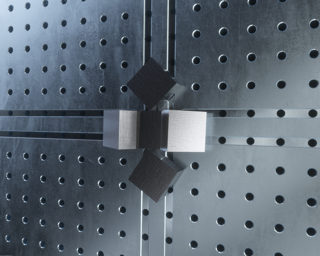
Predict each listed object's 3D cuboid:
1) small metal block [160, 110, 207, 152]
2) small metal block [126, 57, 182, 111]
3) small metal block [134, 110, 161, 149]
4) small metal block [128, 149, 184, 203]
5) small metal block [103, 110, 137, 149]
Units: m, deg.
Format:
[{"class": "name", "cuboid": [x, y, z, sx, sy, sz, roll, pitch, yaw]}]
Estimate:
[{"class": "small metal block", "cuboid": [0.029, 0.004, 0.388, 0.050, 0.025, 0.050, 2, 91, -21]}, {"class": "small metal block", "cuboid": [-0.008, -0.058, 0.416, 0.050, 0.025, 0.050, -45, 75, 14]}, {"class": "small metal block", "cuboid": [-0.007, 0.002, 0.415, 0.050, 0.025, 0.050, 2, 90, 20]}, {"class": "small metal block", "cuboid": [-0.006, 0.062, 0.414, 0.050, 0.025, 0.050, 36, 102, 18]}, {"class": "small metal block", "cuboid": [-0.055, 0.001, 0.419, 0.050, 0.025, 0.050, 4, 93, 56]}]
